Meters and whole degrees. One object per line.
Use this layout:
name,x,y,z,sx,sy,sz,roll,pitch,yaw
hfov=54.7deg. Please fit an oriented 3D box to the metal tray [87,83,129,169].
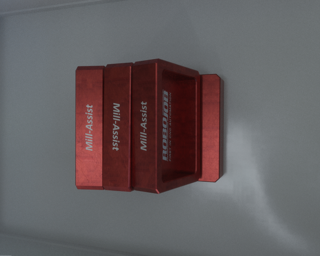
metal tray,-0.053,-0.002,0.424,0.090,0.030,0.129,1,90,20

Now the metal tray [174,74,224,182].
metal tray,0.033,0.000,0.394,0.090,0.030,0.129,1,90,20

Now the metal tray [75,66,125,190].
metal tray,-0.067,0.000,0.363,0.030,0.090,0.129,0,90,7

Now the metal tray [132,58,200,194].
metal tray,0.010,-0.002,0.336,0.030,0.091,0.129,0,90,34

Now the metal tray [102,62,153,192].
metal tray,-0.028,0.000,0.351,0.030,0.090,0.129,0,88,20
